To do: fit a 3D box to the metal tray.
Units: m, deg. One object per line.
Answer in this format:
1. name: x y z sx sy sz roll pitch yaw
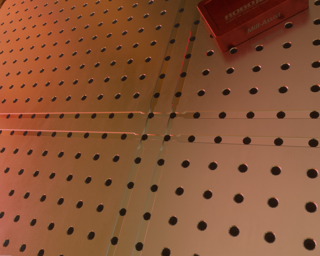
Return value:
1. metal tray: 0.129 -0.176 0.445 0.130 0.030 0.090 -27 52 11
